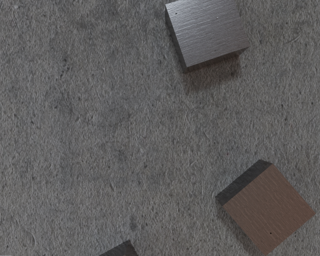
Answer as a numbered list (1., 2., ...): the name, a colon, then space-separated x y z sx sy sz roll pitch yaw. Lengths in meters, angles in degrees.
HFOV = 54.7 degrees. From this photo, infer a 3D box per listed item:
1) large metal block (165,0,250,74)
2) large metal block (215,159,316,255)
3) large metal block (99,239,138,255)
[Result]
1. large metal block: 0.058 -0.124 0.398 0.080 0.050 0.080 -19 90 0
2. large metal block: 0.132 0.099 0.398 0.080 0.050 0.080 -40 90 0
3. large metal block: -0.058 0.206 0.397 0.080 0.050 0.080 -29 90 0
